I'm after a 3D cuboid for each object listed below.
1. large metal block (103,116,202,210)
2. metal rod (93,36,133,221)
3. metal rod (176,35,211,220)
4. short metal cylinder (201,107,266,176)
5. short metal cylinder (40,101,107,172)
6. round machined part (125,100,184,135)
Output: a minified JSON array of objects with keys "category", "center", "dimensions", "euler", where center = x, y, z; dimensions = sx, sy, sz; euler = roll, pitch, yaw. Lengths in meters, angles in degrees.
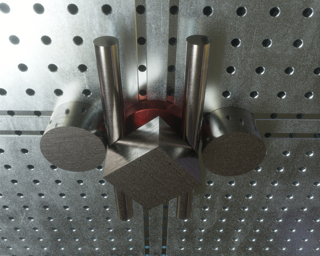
[{"category":"large metal block","center":[-0.008,0.045,0.371],"dimensions":[0.080,0.050,0.080],"euler":[-31,124,23]},{"category":"metal rod","center":[-0.055,0.027,0.406],"dimensions":[0.025,0.025,0.298],"euler":[0,130,0]},{"category":"metal rod","center":[0.039,0.025,0.406],"dimensions":[0.025,0.025,0.298],"euler":[0,130,0]},{"category":"short metal cylinder","center":[0.094,0.019,0.411],"dimensions":[0.081,0.050,0.079],"euler":[0,130,0]},{"category":"short metal cylinder","center":[-0.108,0.012,0.404],"dimensions":[0.081,0.050,0.079],"euler":[0,130,0]},{"category":"round machined part","center":[-0.008,0.014,0.413],"dimensions":[0.099,0.042,0.097],"euler":[0,130,0]}]
